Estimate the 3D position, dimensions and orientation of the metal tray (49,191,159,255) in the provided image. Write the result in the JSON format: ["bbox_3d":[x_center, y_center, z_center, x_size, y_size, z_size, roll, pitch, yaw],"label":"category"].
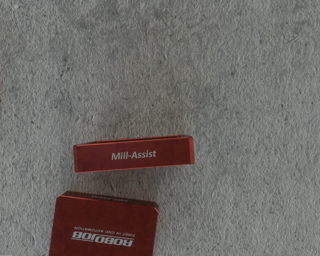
[{"bbox_3d":[-0.072,0.137,0.407,0.131,0.030,0.089,7,90,0],"label":"metal tray"}]

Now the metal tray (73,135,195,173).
[{"bbox_3d":[-0.028,0.029,0.377,0.131,0.090,0.030,-4,90,0],"label":"metal tray"}]
